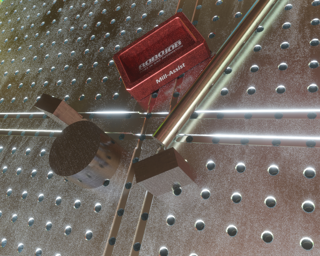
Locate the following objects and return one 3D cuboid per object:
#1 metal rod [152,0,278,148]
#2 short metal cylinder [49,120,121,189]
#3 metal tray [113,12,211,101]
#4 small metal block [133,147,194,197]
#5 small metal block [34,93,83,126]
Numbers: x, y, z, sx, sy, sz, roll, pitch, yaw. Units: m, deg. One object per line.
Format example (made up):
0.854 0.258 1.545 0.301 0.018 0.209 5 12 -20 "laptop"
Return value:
0.089 -0.099 0.421 0.025 0.025 0.300 30 78 37 "metal rod"
-0.101 0.037 0.421 0.080 0.050 0.080 -13 56 20 "short metal cylinder"
-0.001 -0.110 0.471 0.130 0.030 0.090 -31 52 7 "metal tray"
0.005 0.052 0.357 0.050 0.050 0.025 -24 53 13 "small metal block"
-0.160 -0.026 0.490 0.050 0.050 0.025 19 72 35 "small metal block"
